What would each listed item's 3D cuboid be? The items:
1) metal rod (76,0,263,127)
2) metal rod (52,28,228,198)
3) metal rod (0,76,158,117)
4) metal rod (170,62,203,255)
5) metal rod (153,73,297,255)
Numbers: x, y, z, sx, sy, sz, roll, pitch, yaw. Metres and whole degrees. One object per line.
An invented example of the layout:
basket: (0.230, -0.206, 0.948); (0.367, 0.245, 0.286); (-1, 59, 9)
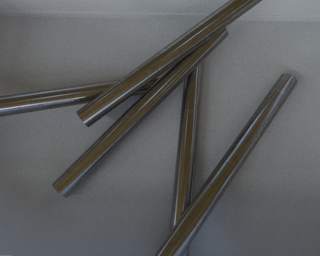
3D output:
metal rod: (0.023, -0.100, 0.397); (0.301, 0.025, 0.025); (-37, 74, -3)
metal rod: (-0.019, -0.029, 0.403); (0.025, 0.025, 0.300); (42, 81, 13)
metal rod: (-0.140, -0.037, 0.393); (0.302, 0.025, 0.025); (-11, 70, -16)
metal rod: (0.038, 0.007, 0.407); (0.025, 0.025, 0.299); (6, 70, 2)
metal rod: (0.091, 0.039, 0.380); (0.025, 0.025, 0.301); (36, 67, 12)
